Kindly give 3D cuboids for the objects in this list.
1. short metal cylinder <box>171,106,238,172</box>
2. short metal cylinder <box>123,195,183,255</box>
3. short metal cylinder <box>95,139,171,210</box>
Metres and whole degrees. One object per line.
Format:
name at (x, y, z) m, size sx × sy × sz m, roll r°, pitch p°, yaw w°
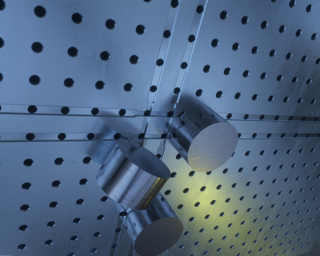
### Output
short metal cylinder at (0.062, 0.016, 0.438) m, size 0.081 × 0.050 × 0.079 m, roll -14°, pitch 124°, yaw -21°
short metal cylinder at (-0.011, 0.152, 0.482) m, size 0.081 × 0.050 × 0.079 m, roll -14°, pitch 125°, yaw -21°
short metal cylinder at (-0.033, 0.058, 0.393) m, size 0.080 × 0.080 × 0.050 m, roll 26°, pitch 104°, yaw -37°
